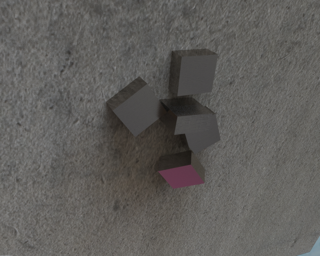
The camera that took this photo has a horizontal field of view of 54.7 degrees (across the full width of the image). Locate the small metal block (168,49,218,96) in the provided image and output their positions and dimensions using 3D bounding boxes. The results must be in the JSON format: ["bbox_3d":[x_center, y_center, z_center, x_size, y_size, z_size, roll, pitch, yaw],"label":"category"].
[{"bbox_3d":[0.041,-0.070,0.387,0.050,0.025,0.050,-10,123,-24],"label":"small metal block"}]

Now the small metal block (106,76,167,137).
[{"bbox_3d":[-0.028,-0.026,0.377,0.050,0.025,0.050,-39,130,-3],"label":"small metal block"}]

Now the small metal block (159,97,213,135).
[{"bbox_3d":[0.031,-0.017,0.399,0.050,0.050,0.025,-6,121,-26],"label":"small metal block"}]

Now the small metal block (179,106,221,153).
[{"bbox_3d":[0.055,0.004,0.442,0.050,0.025,0.050,-28,128,-11],"label":"small metal block"}]

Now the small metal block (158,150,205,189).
[{"bbox_3d":[0.032,0.061,0.449,0.050,0.025,0.050,-15,134,23],"label":"small metal block"}]
